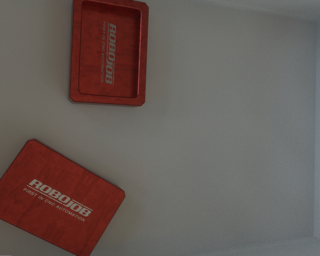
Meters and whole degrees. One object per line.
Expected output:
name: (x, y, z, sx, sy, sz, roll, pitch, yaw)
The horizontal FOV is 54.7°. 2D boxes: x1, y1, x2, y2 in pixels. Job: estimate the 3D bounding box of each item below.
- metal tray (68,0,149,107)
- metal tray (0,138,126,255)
metal tray: (-0.063, -0.093, 0.384, 0.091, 0.030, 0.129, 2, 89, -20)
metal tray: (-0.119, 0.082, 0.364, 0.130, 0.030, 0.090, 34, 79, -17)
